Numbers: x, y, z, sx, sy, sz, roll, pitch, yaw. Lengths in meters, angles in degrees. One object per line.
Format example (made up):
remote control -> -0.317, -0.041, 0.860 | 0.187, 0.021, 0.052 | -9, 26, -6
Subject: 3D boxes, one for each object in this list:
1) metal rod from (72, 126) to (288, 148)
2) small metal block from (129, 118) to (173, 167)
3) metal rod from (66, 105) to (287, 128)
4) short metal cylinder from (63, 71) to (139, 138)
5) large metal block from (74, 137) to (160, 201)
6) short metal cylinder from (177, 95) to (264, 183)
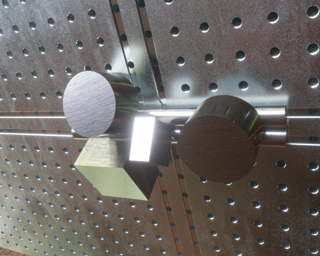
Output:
metal rod -> 0.006, 0.008, 0.409 | 0.300, 0.025, 0.025 | 1, 119, 27
small metal block -> -0.009, 0.018, 0.370 | 0.025, 0.050, 0.050 | 1, 77, 28
metal rod -> 0.000, -0.014, 0.398 | 0.300, 0.025, 0.025 | 1, 119, 27
short metal cylinder -> -0.074, -0.030, 0.393 | 0.080, 0.050, 0.079 | 3, 96, 27
large metal block -> -0.058, 0.057, 0.439 | 0.080, 0.050, 0.080 | -1, 138, 28
short metal cylinder -> 0.065, 0.011, 0.331 | 0.080, 0.050, 0.079 | 13, 124, 21
